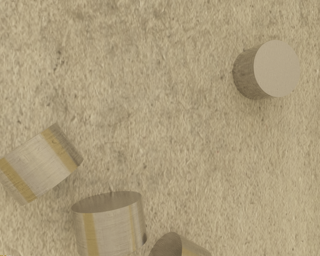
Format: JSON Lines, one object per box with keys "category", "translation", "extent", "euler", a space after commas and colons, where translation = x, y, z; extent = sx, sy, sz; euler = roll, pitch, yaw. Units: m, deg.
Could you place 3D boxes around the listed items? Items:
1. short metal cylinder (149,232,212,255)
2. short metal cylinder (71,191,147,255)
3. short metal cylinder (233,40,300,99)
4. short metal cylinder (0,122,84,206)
{"category": "short metal cylinder", "translation": [0.022, 0.180, 0.389], "extent": [0.050, 0.080, 0.080], "euler": [34, 79, -17]}
{"category": "short metal cylinder", "translation": [-0.058, 0.109, 0.359], "extent": [0.081, 0.080, 0.050], "euler": [-8, 93, -20]}
{"category": "short metal cylinder", "translation": [0.155, -0.083, 0.455], "extent": [0.081, 0.050, 0.079], "euler": [0, 90, -21]}
{"category": "short metal cylinder", "translation": [-0.131, 0.037, 0.332], "extent": [0.080, 0.080, 0.050], "euler": [-37, 102, -16]}
